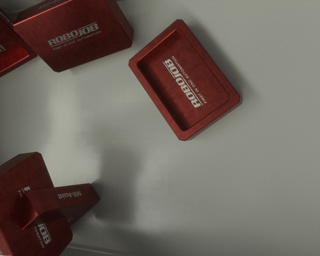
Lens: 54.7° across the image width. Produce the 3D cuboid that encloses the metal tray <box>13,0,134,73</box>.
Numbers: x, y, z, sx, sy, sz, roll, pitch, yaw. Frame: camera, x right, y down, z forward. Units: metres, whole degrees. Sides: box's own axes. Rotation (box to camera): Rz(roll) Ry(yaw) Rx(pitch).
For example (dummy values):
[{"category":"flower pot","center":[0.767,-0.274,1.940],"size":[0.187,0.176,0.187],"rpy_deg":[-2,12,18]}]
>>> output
[{"category":"metal tray","center":[-0.113,-0.131,0.415],"size":[0.130,0.090,0.030],"rpy_deg":[-14,51,19]}]

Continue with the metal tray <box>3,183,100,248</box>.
[{"category":"metal tray","center":[-0.147,0.115,0.402],"size":[0.090,0.130,0.030],"rpy_deg":[-42,73,10]}]

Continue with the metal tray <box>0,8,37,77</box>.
[{"category":"metal tray","center":[-0.250,-0.128,0.432],"size":[0.090,0.130,0.030],"rpy_deg":[-28,62,5]}]

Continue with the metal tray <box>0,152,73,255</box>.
[{"category":"metal tray","center":[-0.156,0.104,0.360],"size":[0.030,0.090,0.129],"rpy_deg":[-8,108,20]}]

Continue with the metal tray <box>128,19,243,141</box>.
[{"category":"metal tray","center":[0.031,-0.060,0.396],"size":[0.090,0.030,0.130],"rpy_deg":[-37,78,16]}]
